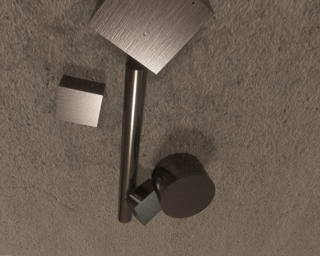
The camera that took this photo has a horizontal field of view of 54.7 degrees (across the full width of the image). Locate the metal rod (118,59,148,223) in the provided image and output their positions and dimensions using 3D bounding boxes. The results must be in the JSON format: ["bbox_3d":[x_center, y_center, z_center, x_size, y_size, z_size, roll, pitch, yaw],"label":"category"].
[{"bbox_3d":[-0.043,0.042,0.442,0.025,0.025,0.298,5,130,-5],"label":"metal rod"}]

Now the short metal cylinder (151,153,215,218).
[{"bbox_3d":[0.033,0.083,0.448,0.081,0.050,0.079,-9,123,-13],"label":"short metal cylinder"}]

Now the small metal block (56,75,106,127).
[{"bbox_3d":[-0.097,-0.032,0.378,0.050,0.025,0.050,12,129,-10],"label":"small metal block"}]

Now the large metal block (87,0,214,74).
[{"bbox_3d":[-0.009,-0.113,0.295,0.080,0.050,0.080,32,123,-25],"label":"large metal block"}]

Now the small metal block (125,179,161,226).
[{"bbox_3d":[-0.021,0.117,0.490,0.050,0.025,0.050,-39,132,-22],"label":"small metal block"}]
